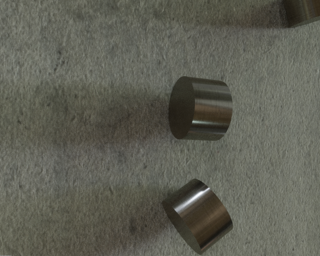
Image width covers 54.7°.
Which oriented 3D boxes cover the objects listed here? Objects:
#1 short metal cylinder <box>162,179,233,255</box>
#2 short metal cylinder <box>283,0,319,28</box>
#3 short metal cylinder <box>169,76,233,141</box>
[{"bbox_3d":[0.047,0.113,0.399,0.050,0.080,0.080,-33,101,-17],"label":"short metal cylinder"},{"bbox_3d":[0.232,-0.189,0.467,0.081,0.080,0.050,-18,97,-19],"label":"short metal cylinder"},{"bbox_3d":[0.049,-0.024,0.399,0.050,0.080,0.079,3,89,-20],"label":"short metal cylinder"}]
